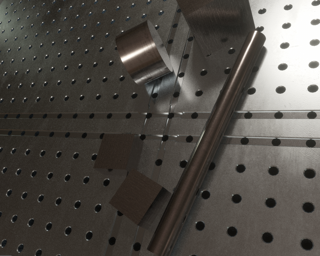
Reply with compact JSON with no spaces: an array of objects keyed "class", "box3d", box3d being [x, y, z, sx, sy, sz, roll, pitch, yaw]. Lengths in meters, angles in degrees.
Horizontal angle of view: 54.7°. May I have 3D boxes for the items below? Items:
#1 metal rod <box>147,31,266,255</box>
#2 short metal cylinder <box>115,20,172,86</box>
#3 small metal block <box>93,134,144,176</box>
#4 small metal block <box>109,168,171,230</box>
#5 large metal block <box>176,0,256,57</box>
[{"class":"metal rod","box3d":[0.063,0.006,0.370,0.025,0.025,0.300,16,69,34]},{"class":"short metal cylinder","box3d":[-0.022,-0.108,0.449,0.050,0.080,0.080,-23,53,14]},{"class":"small metal block","box3d":[-0.055,0.036,0.413,0.050,0.025,0.050,-1,61,27]},{"class":"small metal block","box3d":[-0.024,0.083,0.368,0.050,0.025,0.050,26,75,36]},{"class":"large metal block","box3d":[0.078,-0.159,0.429,0.080,0.080,0.050,-27,53,11]}]
